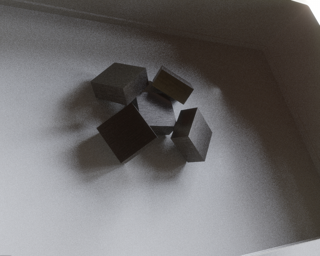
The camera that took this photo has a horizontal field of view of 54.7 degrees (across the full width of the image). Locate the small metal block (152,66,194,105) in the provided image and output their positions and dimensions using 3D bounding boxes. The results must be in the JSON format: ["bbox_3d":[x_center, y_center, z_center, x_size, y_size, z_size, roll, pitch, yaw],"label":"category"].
[{"bbox_3d":[0.017,-0.061,0.434,0.050,0.025,0.050,31,15,-9],"label":"small metal block"}]

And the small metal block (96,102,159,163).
[{"bbox_3d":[-0.037,0.007,0.364,0.050,0.025,0.050,-36,81,-1],"label":"small metal block"}]

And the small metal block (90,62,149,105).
[{"bbox_3d":[-0.050,-0.057,0.395,0.050,0.025,0.050,15,45,27],"label":"small metal block"}]

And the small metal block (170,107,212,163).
[{"bbox_3d":[0.043,0.010,0.406,0.050,0.025,0.050,55,42,-35],"label":"small metal block"}]

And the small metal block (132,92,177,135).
[{"bbox_3d":[-0.010,-0.019,0.408,0.050,0.025,0.050,2,61,-28],"label":"small metal block"}]
